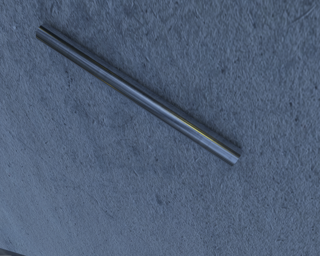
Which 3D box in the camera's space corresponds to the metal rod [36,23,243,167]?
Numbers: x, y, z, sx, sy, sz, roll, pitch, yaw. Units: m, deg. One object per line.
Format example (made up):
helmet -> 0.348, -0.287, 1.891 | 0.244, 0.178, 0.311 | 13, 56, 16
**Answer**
metal rod -> -0.031, -0.045, 0.395 | 0.300, 0.025, 0.025 | 33, 129, 6
